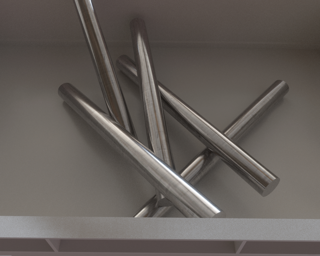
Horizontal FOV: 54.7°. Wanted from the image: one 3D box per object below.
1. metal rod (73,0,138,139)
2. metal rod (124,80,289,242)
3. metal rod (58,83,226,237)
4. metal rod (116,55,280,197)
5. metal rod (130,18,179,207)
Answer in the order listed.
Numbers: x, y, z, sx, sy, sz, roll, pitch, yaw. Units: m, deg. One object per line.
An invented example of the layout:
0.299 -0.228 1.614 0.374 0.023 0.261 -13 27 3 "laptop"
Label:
-0.084 -0.110 0.413 0.025 0.025 0.299 -16 78 -14 "metal rod"
0.075 0.023 0.386 0.025 0.025 0.302 36 58 26 "metal rod"
-0.046 0.012 0.350 0.025 0.025 0.300 -31 43 -24 "metal rod"
0.026 -0.023 0.401 0.025 0.025 0.300 -28 49 -22 "metal rod"
-0.013 -0.045 0.399 0.025 0.025 0.299 -6 53 -6 "metal rod"
